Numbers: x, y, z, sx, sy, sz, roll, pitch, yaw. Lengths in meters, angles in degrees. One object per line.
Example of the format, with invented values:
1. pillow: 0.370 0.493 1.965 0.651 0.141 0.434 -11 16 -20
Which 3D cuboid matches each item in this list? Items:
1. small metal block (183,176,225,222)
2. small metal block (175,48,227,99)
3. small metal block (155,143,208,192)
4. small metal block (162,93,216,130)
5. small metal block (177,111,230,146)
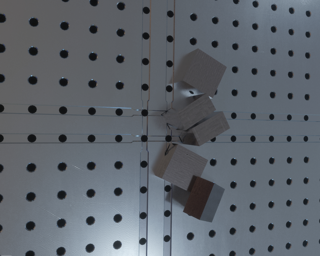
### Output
1. small metal block: 0.061 0.098 0.421 0.050 0.025 0.050 36 75 -57
2. small metal block: 0.058 -0.074 0.433 0.050 0.025 0.050 28 81 -18
3. small metal block: 0.030 0.055 0.423 0.050 0.025 0.050 29 81 -18
4. small metal block: 0.037 -0.021 0.413 0.050 0.050 0.025 -33 101 -17
5. small metal block: 0.057 0.000 0.420 0.050 0.050 0.025 -28 100 -18
